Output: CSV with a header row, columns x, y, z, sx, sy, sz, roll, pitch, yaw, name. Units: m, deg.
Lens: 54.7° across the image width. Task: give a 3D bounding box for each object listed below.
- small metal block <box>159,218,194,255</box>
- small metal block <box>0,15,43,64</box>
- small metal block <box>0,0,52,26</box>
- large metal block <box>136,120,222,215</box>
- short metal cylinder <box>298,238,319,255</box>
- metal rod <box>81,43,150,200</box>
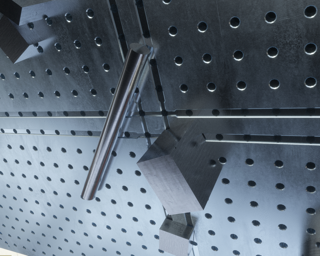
x,y,z,sx,sy,sz,roll,pitch,yaw,name
0.027,0.182,0.509,0.050,0.025,0.050,14,124,20,small metal block
-0.203,-0.127,0.437,0.050,0.025,0.050,-28,103,37,small metal block
-0.175,-0.158,0.387,0.050,0.050,0.025,36,129,3,small metal block
0.028,0.049,0.390,0.050,0.080,0.080,-19,108,35,large metal block
0.219,0.189,0.397,0.080,0.050,0.079,13,124,20,short metal cylinder
-0.075,0.012,0.456,0.025,0.025,0.298,32,128,7,metal rod
